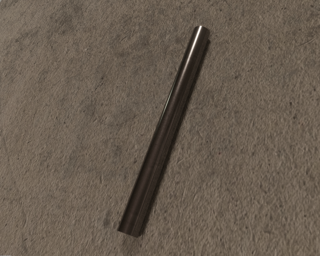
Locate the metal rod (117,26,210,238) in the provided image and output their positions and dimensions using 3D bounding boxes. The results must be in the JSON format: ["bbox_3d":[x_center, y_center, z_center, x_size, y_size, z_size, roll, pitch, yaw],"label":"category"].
[{"bbox_3d":[0.012,-0.011,0.402,0.025,0.025,0.300,7,65,31],"label":"metal rod"}]
